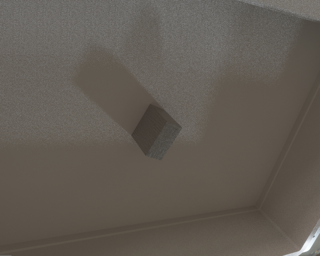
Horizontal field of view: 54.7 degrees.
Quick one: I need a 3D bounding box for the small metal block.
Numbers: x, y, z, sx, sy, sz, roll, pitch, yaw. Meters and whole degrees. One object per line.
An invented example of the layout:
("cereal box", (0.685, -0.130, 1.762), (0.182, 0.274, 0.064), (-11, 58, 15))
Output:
("small metal block", (-0.006, 0.005, 0.394), (0.025, 0.050, 0.050), (22, 107, -37))
